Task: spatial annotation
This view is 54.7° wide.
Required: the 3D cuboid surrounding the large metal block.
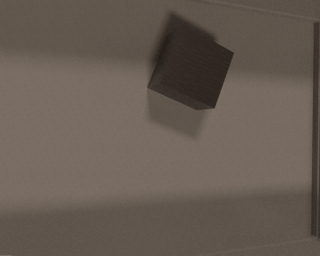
[{"bbox_3d":[0.040,-0.077,0.413,0.080,0.050,0.080,23,82,-19],"label":"large metal block"}]
